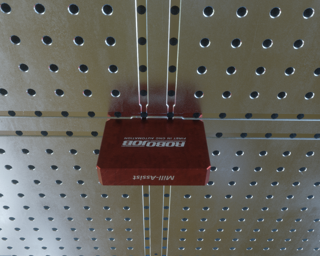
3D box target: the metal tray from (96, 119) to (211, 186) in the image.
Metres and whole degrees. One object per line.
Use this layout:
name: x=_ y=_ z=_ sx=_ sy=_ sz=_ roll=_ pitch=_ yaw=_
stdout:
metal tray: x=-0.007 y=0.028 z=0.392 sx=0.131 sy=0.090 sz=0.030 roll=0 pitch=130 yaw=0
